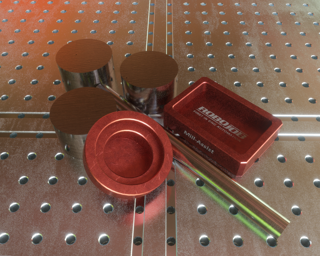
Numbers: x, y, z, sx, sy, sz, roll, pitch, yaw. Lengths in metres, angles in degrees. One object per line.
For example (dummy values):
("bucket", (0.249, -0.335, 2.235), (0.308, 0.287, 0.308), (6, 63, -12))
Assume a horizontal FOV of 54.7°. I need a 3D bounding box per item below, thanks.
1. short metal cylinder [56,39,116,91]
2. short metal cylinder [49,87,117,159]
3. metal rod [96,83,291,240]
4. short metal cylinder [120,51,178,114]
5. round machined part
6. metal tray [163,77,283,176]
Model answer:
("short metal cylinder", (-0.109, -0.090, 0.466), (0.080, 0.050, 0.080), (0, 50, 0))
("short metal cylinder", (-0.093, -0.007, 0.396), (0.080, 0.050, 0.080), (0, 50, 0))
("metal rod", (0.020, 0.025, 0.387), (0.300, 0.025, 0.025), (37, 59, 27))
("short metal cylinder", (-0.015, -0.066, 0.446), (0.080, 0.050, 0.080), (0, 50, 0))
("round machined part", (-0.038, 0.032, 0.355), (0.099, 0.042, 0.098), (8, 64, -16))
("metal tray", (0.080, -0.008, 0.410), (0.130, 0.030, 0.090), (36, 59, 26))
